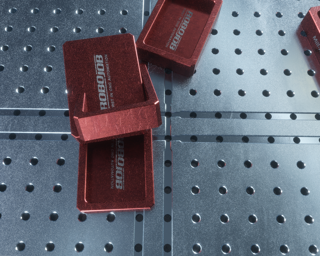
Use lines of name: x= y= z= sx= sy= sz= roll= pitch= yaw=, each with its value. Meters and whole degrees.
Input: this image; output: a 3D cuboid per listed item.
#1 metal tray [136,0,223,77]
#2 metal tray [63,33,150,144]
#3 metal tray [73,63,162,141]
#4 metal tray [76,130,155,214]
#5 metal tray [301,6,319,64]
metal tray: x=0.030 y=-0.150 z=0.464 sx=0.090 sy=0.030 sz=0.130 roll=21 pitch=71 yaw=7
metal tray: x=-0.068 y=-0.051 z=0.389 sx=0.091 sy=0.030 sz=0.129 roll=-9 pitch=72 yaw=-5
metal tray: x=-0.053 y=-0.038 z=0.382 sx=0.091 sy=0.030 sz=0.130 roll=-11 pitch=32 yaw=-4
metal tray: x=-0.054 y=0.039 z=0.394 sx=0.091 sy=0.030 sz=0.130 roll=-2 pitch=70 yaw=-2
metal tray: x=0.279 y=-0.125 z=0.457 sx=0.091 sy=0.030 sz=0.130 roll=-12 pitch=71 yaw=-5
